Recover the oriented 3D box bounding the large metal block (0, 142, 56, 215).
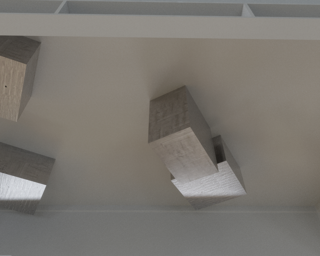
[{"bbox_3d":[-0.210,0.076,0.455,0.080,0.050,0.080,21,127,-17],"label":"large metal block"}]

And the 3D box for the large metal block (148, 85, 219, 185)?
[{"bbox_3d":[0.028,0.009,0.380,0.050,0.080,0.080,-23,127,18],"label":"large metal block"}]

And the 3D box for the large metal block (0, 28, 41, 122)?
[{"bbox_3d":[-0.184,-0.063,0.337,0.081,0.050,0.079,18,128,-15],"label":"large metal block"}]

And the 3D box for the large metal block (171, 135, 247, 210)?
[{"bbox_3d":[0.069,0.067,0.450,0.080,0.050,0.080,-23,127,18],"label":"large metal block"}]
